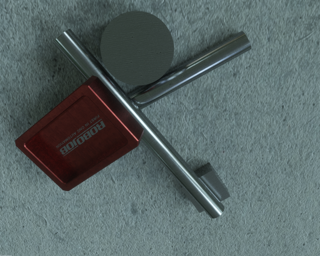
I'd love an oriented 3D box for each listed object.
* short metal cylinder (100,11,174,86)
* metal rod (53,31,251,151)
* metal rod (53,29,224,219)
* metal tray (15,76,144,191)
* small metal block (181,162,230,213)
[{"bbox_3d":[-0.025,-0.094,0.362,0.081,0.050,0.079,0,110,-1],"label":"short metal cylinder"},{"bbox_3d":[-0.027,-0.036,0.397,0.301,0.025,0.025,-28,108,9],"label":"metal rod"},{"bbox_3d":[-0.016,0.006,0.387,0.025,0.025,0.300,-37,106,12],"label":"metal rod"},{"bbox_3d":[-0.096,0.011,0.370,0.130,0.030,0.090,-33,107,23],"label":"metal tray"},{"bbox_3d":[0.064,0.085,0.443,0.050,0.025,0.050,-32,107,10],"label":"small metal block"}]
